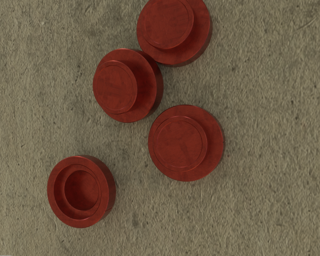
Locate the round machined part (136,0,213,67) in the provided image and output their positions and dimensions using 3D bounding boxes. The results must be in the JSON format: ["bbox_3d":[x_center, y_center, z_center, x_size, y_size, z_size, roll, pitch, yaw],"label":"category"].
[{"bbox_3d":[0.014,-0.130,0.395,0.098,0.042,0.097,0,90,20],"label":"round machined part"}]

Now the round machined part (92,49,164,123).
[{"bbox_3d":[-0.048,-0.054,0.406,0.098,0.042,0.097,6,104,27],"label":"round machined part"}]

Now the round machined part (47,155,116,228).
[{"bbox_3d":[-0.105,0.086,0.437,0.098,0.042,0.097,0,90,20],"label":"round machined part"}]

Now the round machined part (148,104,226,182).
[{"bbox_3d":[0.030,0.019,0.389,0.098,0.042,0.097,0,90,20],"label":"round machined part"}]
